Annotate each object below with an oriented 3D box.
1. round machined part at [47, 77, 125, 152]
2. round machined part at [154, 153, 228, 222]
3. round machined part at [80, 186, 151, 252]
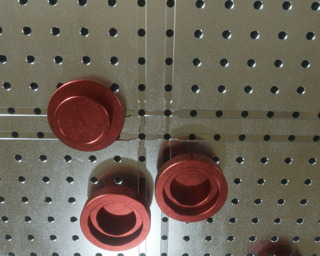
[{"bbox_3d":[-0.096,-0.013,0.398,0.099,0.042,0.097,0,110,-1],"label":"round machined part"},{"bbox_3d":[0.042,0.079,0.434,0.099,0.042,0.097,0,110,-1],"label":"round machined part"},{"bbox_3d":[-0.062,0.126,0.450,0.099,0.042,0.097,0,110,-1],"label":"round machined part"}]
